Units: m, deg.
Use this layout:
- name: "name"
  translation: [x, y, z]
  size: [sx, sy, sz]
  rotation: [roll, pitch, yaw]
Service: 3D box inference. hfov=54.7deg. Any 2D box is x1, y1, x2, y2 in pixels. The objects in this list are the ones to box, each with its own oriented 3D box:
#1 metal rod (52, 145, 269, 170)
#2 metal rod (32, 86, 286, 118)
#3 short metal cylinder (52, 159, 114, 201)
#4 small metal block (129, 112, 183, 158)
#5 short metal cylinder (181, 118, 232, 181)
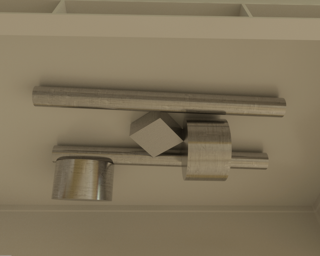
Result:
- name: "metal rod"
  translation: [0.002, 0.042, 0.443]
  size: [0.302, 0.025, 0.025]
  rotation: [2, 130, -3]
- name: "metal rod"
  translation: [0.002, -0.032, 0.379]
  size: [0.302, 0.025, 0.025]
  rotation: [2, 130, -3]
- name: "short metal cylinder"
  translation: [-0.105, 0.075, 0.430]
  size: [0.081, 0.050, 0.080]
  rotation: [1, 164, 1]
- name: "small metal block"
  translation: [-0.004, 0.006, 0.412]
  size: [0.050, 0.025, 0.050]
  rotation: [-31, 124, 23]
- name: "short metal cylinder"
  translation: [0.056, 0.027, 0.395]
  size: [0.050, 0.080, 0.079]
  rotation: [1, 130, -2]
